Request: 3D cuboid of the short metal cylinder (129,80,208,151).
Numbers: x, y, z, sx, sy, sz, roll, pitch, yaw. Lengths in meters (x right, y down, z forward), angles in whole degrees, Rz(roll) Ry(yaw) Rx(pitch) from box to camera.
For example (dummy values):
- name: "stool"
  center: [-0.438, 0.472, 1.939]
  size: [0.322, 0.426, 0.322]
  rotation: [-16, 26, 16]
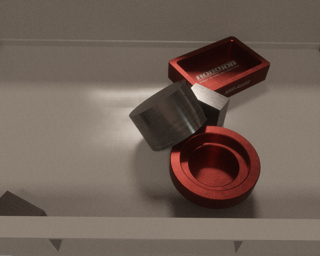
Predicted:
- name: "short metal cylinder"
  center: [0.010, -0.016, 0.375]
  size: [0.080, 0.080, 0.050]
  rotation: [-41, 105, -29]

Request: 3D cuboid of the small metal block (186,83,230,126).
- name: "small metal block"
  center: [0.060, -0.025, 0.410]
  size: [0.050, 0.050, 0.025]
  rotation: [29, 56, 22]

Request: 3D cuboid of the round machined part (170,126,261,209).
- name: "round machined part"
  center: [0.060, 0.048, 0.355]
  size: [0.099, 0.042, 0.098]
  rotation: [0, 50, 0]

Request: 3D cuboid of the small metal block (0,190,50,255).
- name: "small metal block"
  center: [-0.153, 0.100, 0.319]
  size: [0.050, 0.025, 0.050]
  rotation: [22, 53, 17]

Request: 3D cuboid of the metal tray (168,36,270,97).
- name: "metal tray"
  center: [0.090, -0.089, 0.477]
  size: [0.131, 0.030, 0.090]
  rotation: [-26, 55, -21]
